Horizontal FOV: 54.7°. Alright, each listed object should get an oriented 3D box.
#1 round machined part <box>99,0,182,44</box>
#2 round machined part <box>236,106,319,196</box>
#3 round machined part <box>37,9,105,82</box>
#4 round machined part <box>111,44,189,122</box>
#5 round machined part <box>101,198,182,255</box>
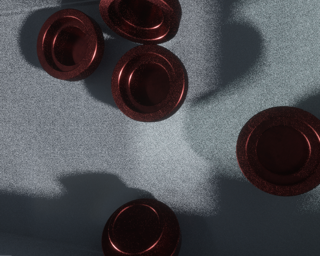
[{"bbox_3d":[-0.021,-0.150,0.383,0.098,0.098,0.042,6,69,19],"label":"round machined part"},{"bbox_3d":[0.139,0.025,0.352,0.098,0.042,0.097,0,90,19],"label":"round machined part"},{"bbox_3d":[-0.122,-0.115,0.443,0.098,0.042,0.097,0,90,19],"label":"round machined part"},{"bbox_3d":[-0.010,-0.056,0.404,0.098,0.042,0.097,0,90,19],"label":"round machined part"},{"bbox_3d":[-0.025,0.129,0.381,0.098,0.042,0.098,-7,46,7],"label":"round machined part"}]
